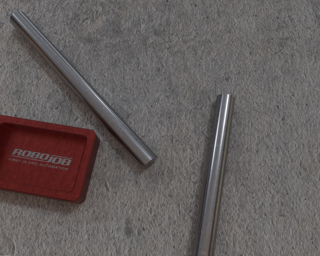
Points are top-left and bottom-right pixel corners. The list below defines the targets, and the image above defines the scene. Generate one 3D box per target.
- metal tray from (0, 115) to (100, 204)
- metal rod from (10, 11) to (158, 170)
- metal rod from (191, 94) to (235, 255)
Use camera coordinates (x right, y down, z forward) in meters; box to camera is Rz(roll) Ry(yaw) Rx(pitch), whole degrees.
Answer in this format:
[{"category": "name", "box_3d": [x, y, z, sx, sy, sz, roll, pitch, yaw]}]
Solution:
[{"category": "metal tray", "box_3d": [-0.151, 0.039, 0.389, 0.131, 0.030, 0.090, 9, 70, 3]}, {"category": "metal rod", "box_3d": [-0.113, -0.060, 0.428, 0.025, 0.025, 0.300, -40, 75, -13]}, {"category": "metal rod", "box_3d": [0.060, 0.097, 0.373, 0.025, 0.025, 0.299, 11, 70, 4]}]
